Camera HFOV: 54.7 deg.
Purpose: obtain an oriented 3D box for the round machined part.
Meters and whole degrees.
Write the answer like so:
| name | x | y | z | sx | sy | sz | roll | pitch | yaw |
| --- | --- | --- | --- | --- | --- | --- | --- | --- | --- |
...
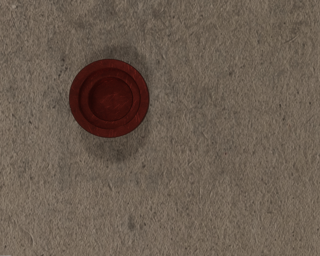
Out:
| name | x | y | z | sx | sy | sz | roll | pitch | yaw |
| --- | --- | --- | --- | --- | --- | --- | --- | --- | --- |
| round machined part | -0.063 | -0.037 | 0.401 | 0.099 | 0.042 | 0.097 | 0 | 90 | -1 |
